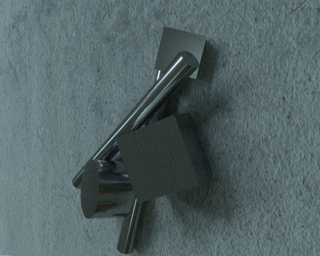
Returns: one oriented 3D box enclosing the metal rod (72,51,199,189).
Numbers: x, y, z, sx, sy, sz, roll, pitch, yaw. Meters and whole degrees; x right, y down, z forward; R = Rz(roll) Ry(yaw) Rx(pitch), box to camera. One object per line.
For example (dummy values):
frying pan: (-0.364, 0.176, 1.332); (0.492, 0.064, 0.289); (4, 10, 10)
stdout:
metal rod: (-0.051, 0.008, 0.426); (0.298, 0.025, 0.025); (-45, 63, 38)

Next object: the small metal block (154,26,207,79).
small metal block: (0.024, -0.089, 0.371); (0.050, 0.025, 0.050); (13, 100, -1)

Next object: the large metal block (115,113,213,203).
large metal block: (0.005, 0.034, 0.366); (0.080, 0.050, 0.080); (-22, 85, 25)

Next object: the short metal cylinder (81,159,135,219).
short metal cylinder: (-0.075, 0.085, 0.435); (0.080, 0.050, 0.080); (-20, 66, 57)

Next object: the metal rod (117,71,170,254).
metal rod: (-0.016, 0.032, 0.419); (0.025, 0.025, 0.298); (22, 104, 38)
